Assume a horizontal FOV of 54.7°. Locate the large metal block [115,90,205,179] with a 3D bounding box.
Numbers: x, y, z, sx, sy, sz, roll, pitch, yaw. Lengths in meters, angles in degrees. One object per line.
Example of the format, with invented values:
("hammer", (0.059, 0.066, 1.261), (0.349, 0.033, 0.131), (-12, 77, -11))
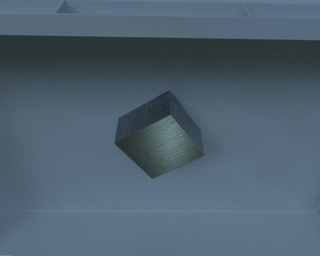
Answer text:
("large metal block", (0.001, 0.011, 0.402), (0.080, 0.050, 0.080), (-27, 125, 21))
